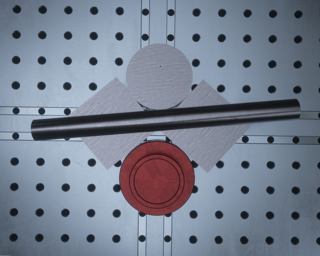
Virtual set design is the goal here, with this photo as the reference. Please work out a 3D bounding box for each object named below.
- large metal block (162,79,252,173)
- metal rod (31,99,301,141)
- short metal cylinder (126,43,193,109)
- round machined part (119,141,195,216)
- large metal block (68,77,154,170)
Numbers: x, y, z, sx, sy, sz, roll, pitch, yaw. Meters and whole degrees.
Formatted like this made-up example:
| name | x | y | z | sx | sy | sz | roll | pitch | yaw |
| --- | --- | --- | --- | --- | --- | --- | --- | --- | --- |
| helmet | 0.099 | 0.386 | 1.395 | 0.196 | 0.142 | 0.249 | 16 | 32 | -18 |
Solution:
| name | x | y | z | sx | sy | sz | roll | pitch | yaw |
| --- | --- | --- | --- | --- | --- | --- | --- | --- | --- |
| large metal block | 0.055 | -0.003 | 0.395 | 0.080 | 0.050 | 0.080 | 42 | 91 | 0 |
| metal rod | 0.006 | -0.009 | 0.358 | 0.302 | 0.025 | 0.025 | -5 | 90 | 0 |
| short metal cylinder | -0.001 | -0.062 | 0.397 | 0.081 | 0.050 | 0.079 | 0 | 90 | 0 |
| round machined part | -0.004 | 0.065 | 0.401 | 0.099 | 0.042 | 0.097 | 0 | 90 | 0 |
| large metal block | -0.058 | -0.006 | 0.396 | 0.080 | 0.050 | 0.080 | -39 | 92 | 0 |
